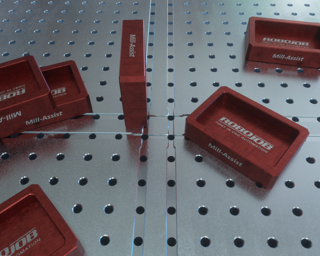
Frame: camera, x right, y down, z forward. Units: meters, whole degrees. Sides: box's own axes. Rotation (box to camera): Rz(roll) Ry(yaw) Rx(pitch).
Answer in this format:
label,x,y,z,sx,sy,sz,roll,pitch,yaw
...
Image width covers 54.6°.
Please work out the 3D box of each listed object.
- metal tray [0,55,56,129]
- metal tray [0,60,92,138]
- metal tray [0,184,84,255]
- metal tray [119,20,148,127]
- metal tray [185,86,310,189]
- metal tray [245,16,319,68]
label,x,y,z,sx,sy,sz,roll,pitch,yaw
metal tray,-0.212,-0.040,0.397,0.131,0.030,0.090,-23,54,-18
metal tray,-0.173,-0.045,0.441,0.131,0.030,0.090,-18,52,-15
metal tray,-0.153,0.126,0.298,0.131,0.030,0.090,-34,58,-25
metal tray,-0.035,-0.077,0.430,0.030,0.090,0.130,-2,50,-2
metal tray,0.109,0.006,0.399,0.130,0.030,0.090,34,58,25
metal tray,0.215,-0.148,0.529,0.131,0.030,0.090,8,50,7
